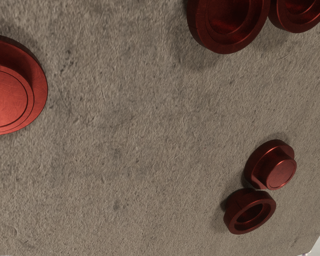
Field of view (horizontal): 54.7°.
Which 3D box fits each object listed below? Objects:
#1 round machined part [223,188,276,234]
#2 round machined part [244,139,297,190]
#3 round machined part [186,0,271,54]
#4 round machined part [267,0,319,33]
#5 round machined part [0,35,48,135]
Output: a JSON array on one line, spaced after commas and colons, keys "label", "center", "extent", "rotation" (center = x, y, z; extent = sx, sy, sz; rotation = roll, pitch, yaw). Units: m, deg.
[{"label": "round machined part", "center": [0.160, 0.149, 0.573], "extent": [0.099, 0.042, 0.097], "rotation": [-14, 131, -16]}, {"label": "round machined part", "center": [0.204, 0.072, 0.555], "extent": [0.099, 0.042, 0.097], "rotation": [-14, 124, -21]}, {"label": "round machined part", "center": [0.073, -0.138, 0.352], "extent": [0.099, 0.042, 0.097], "rotation": [-14, 125, -21]}, {"label": "round machined part", "center": [0.170, -0.172, 0.385], "extent": [0.099, 0.042, 0.097], "rotation": [-14, 125, -21]}, {"label": "round machined part", "center": [-0.156, -0.034, 0.289], "extent": [0.099, 0.042, 0.097], "rotation": [-14, 125, -21]}]
